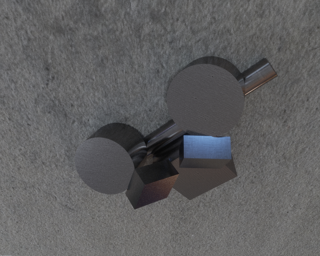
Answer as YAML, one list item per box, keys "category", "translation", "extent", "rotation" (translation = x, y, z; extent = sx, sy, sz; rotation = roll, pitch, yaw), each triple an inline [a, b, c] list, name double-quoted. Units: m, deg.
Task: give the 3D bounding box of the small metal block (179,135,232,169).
- category: "small metal block"
  translation: [0.049, 0.028, 0.352]
  extent: [0.050, 0.025, 0.050]
  rotation: [2, 161, -2]

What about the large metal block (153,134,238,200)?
- category: "large metal block"
  translation: [0.047, 0.046, 0.430]
  extent: [0.080, 0.050, 0.080]
  rotation: [-34, 123, 25]

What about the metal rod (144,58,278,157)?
- category: "metal rod"
  translation: [0.014, 0.006, 0.413]
  extent: [0.299, 0.025, 0.025]
  rotation: [-34, 123, 25]

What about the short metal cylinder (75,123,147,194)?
- category: "short metal cylinder"
  translation: [-0.063, 0.039, 0.407]
  extent: [0.080, 0.050, 0.079]
  rotation: [6, 112, 14]

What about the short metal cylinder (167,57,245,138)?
- category: "short metal cylinder"
  translation: [0.053, -0.036, 0.343]
  extent: [0.080, 0.050, 0.079]
  rotation: [6, 112, 14]

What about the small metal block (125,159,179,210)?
- category: "small metal block"
  translation: [-0.010, 0.070, 0.387]
  extent: [0.050, 0.025, 0.050]
  rotation: [-12, 139, -34]
